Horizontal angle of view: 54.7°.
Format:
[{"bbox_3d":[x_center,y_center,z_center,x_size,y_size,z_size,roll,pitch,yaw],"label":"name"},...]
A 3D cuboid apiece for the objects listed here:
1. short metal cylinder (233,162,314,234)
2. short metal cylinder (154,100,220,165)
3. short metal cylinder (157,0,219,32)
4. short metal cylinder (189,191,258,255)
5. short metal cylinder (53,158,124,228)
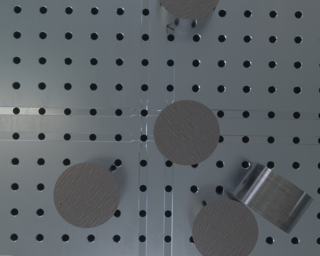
[{"bbox_3d":[0.139,0.086,0.387,0.080,0.080,0.050,35,90,0],"label":"short metal cylinder"},{"bbox_3d":[0.033,0.006,0.401,0.081,0.050,0.079,0,90,0],"label":"short metal cylinder"},{"bbox_3d":[0.036,-0.172,0.401,0.081,0.050,0.079,0,90,0],"label":"short metal cylinder"},{"bbox_3d":[0.080,0.126,0.401,0.081,0.050,0.079,0,90,0],"label":"short metal cylinder"},{"bbox_3d":[-0.089,0.082,0.400,0.081,0.050,0.079,0,90,0],"label":"short metal cylinder"}]
